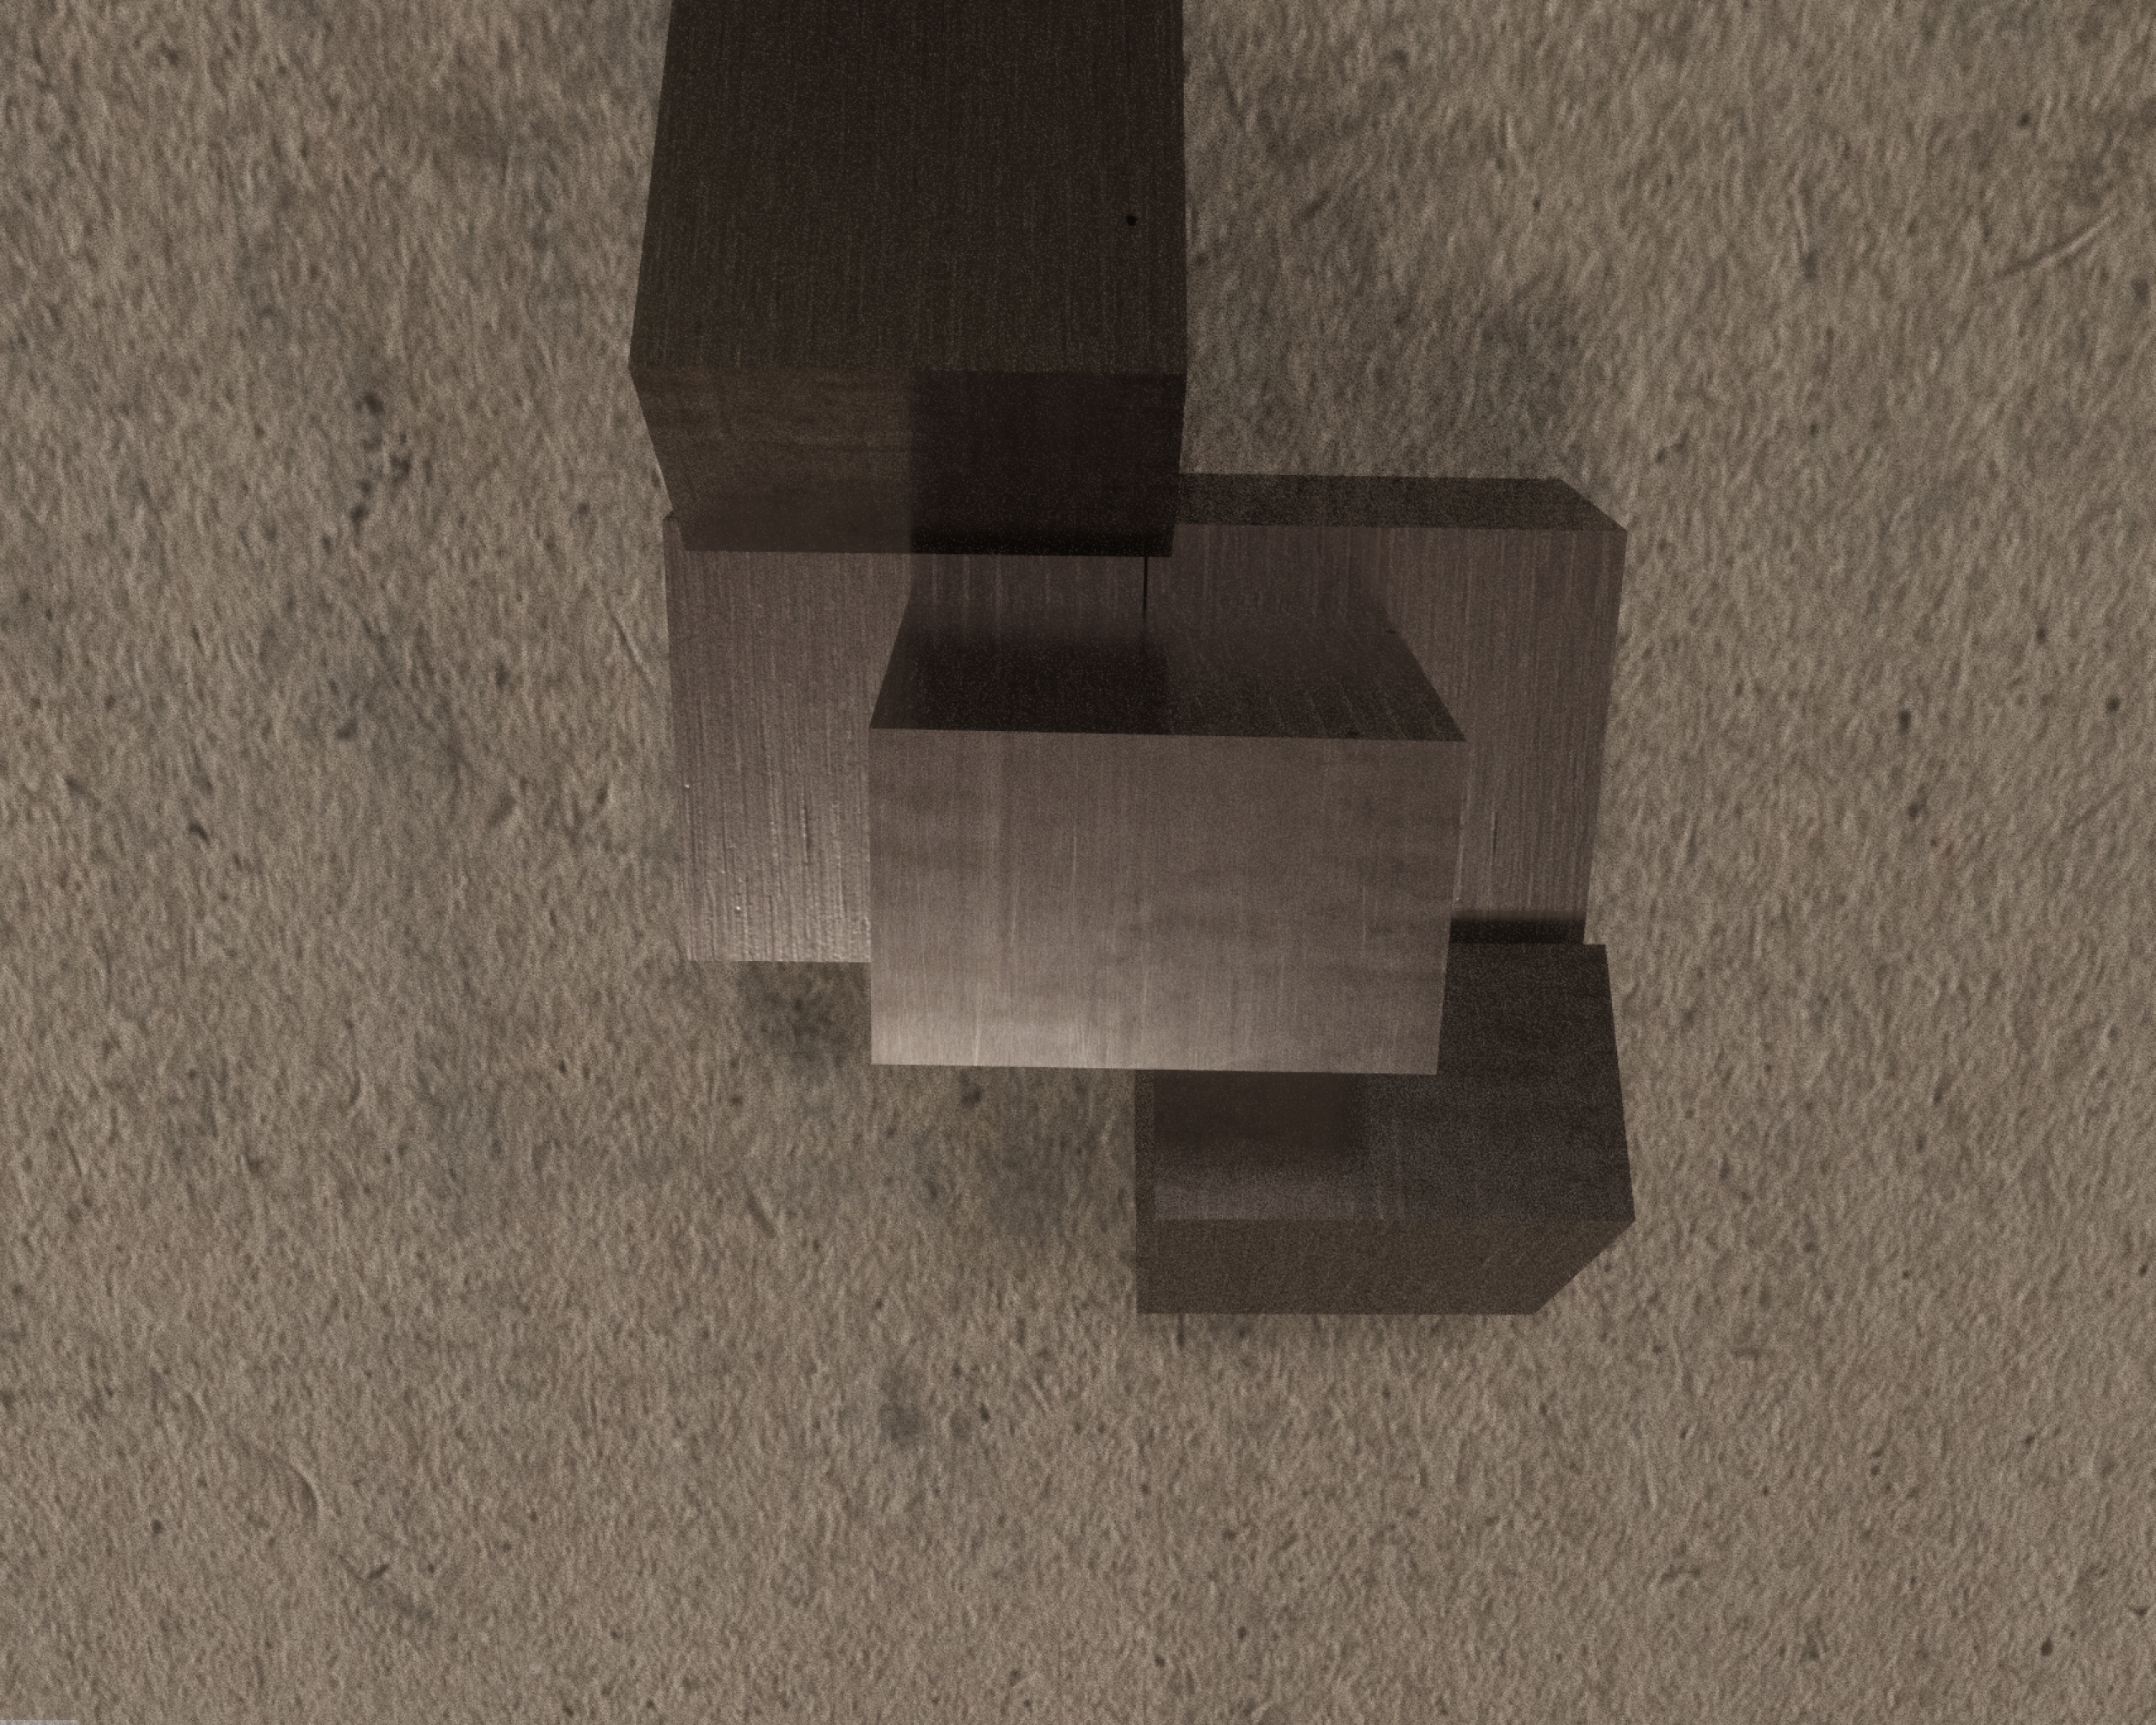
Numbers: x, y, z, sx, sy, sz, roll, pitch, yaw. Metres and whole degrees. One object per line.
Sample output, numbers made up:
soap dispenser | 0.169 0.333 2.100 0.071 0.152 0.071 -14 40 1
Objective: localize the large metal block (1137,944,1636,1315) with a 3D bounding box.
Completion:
large metal block | 0.053 0.053 0.395 0.081 0.080 0.050 0 66 -1

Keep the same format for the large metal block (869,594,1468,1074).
large metal block | 0.011 -0.008 0.326 0.081 0.080 0.050 1 110 -1

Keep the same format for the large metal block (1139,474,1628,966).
large metal block | 0.051 -0.028 0.386 0.081 0.050 0.079 1 110 -1

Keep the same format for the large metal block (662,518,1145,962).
large metal block | -0.030 -0.028 0.385 0.081 0.050 0.079 1 110 -1

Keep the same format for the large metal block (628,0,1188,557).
large metal block | -0.024 -0.098 0.339 0.081 0.050 0.080 1 66 0
